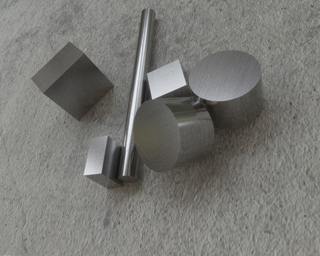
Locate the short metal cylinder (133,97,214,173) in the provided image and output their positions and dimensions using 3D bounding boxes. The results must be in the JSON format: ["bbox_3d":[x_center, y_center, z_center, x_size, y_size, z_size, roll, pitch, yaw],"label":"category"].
[{"bbox_3d":[0.014,0.006,0.350,0.080,0.050,0.079,12,106,49],"label":"short metal cylinder"}]

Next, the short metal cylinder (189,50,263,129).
[{"bbox_3d":[0.079,-0.046,0.366,0.080,0.050,0.080,-10,51,13],"label":"short metal cylinder"}]

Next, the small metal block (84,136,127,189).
[{"bbox_3d":[-0.067,0.044,0.394,0.025,0.050,0.050,-10,58,23],"label":"small metal block"}]

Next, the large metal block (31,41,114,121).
[{"bbox_3d":[-0.133,-0.071,0.479,0.080,0.080,0.050,-46,51,-4],"label":"large metal block"}]

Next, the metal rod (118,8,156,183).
[{"bbox_3d":[-0.030,-0.066,0.458,0.025,0.025,0.299,-9,58,23],"label":"metal rod"}]

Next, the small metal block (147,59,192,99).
[{"bbox_3d":[0.013,-0.061,0.433,0.050,0.025,0.050,-22,54,14],"label":"small metal block"}]
